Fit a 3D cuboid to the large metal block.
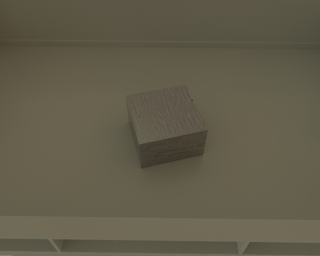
[{"bbox_3d":[0.006,-0.003,0.392,0.081,0.050,0.080,-12,51,-10],"label":"large metal block"}]
